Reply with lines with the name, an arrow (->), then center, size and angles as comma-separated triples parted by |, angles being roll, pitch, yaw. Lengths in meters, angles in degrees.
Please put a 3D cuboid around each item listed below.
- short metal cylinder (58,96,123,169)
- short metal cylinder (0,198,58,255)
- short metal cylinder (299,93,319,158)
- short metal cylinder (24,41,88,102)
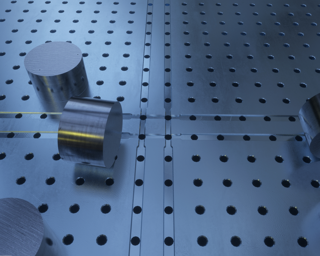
short metal cylinder -> -0.079, 0.005, 0.367 | 0.050, 0.080, 0.080 | 8, 51, 6
short metal cylinder -> -0.145, 0.114, 0.294 | 0.081, 0.050, 0.080 | 0, 50, 0
short metal cylinder -> 0.219, -0.004, 0.378 | 0.081, 0.080, 0.050 | 1, 50, 0
short metal cylinder -> -0.152, -0.084, 0.460 | 0.081, 0.050, 0.080 | 0, 50, 0
